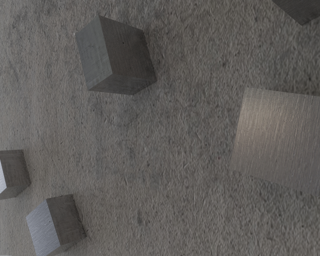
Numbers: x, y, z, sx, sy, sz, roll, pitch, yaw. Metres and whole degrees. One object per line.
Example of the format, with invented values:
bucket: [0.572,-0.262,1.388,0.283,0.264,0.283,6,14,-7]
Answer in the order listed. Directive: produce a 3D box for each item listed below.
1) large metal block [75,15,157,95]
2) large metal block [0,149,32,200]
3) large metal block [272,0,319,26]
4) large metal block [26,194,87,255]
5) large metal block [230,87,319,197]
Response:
large metal block: [-0.058,-0.093,0.417,0.050,0.081,0.080,-24,75,37]
large metal block: [-0.324,0.100,0.657,0.080,0.050,0.080,-35,68,34]
large metal block: [0.136,-0.138,0.257,0.080,0.081,0.050,-26,74,37]
large metal block: [-0.182,0.172,0.539,0.080,0.050,0.080,-40,66,33]
large metal block: [0.120,0.008,0.290,0.080,0.050,0.079,15,100,39]
